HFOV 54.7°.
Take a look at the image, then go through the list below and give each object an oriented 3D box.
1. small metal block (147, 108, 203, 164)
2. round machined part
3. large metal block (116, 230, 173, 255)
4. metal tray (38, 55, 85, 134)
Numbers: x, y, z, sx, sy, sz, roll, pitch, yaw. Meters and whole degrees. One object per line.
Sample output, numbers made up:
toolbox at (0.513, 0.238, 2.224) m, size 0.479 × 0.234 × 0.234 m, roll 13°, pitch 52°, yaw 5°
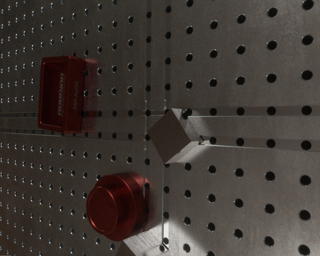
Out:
small metal block at (0.018, 0.010, 0.393) m, size 0.050 × 0.025 × 0.050 m, roll -43°, pitch 64°, yaw 31°
round machined part at (-0.071, 0.117, 0.454) m, size 0.098 × 0.042 × 0.097 m, roll 0°, pitch 90°, yaw 39°
large metal block at (-0.021, 0.199, 0.408) m, size 0.080 × 0.050 × 0.079 m, roll 37°, pitch 113°, yaw 33°
metal tray at (-0.176, -0.059, 0.547) m, size 0.090 × 0.030 × 0.129 m, roll 8°, pitch 95°, yaw 39°
